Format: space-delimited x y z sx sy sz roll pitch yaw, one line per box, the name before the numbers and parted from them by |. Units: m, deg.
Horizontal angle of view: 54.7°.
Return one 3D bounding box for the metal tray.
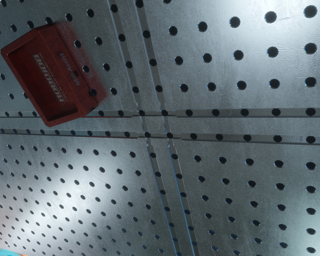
metal tray | -0.159 -0.070 0.445 0.090 0.030 0.129 -14 111 33
